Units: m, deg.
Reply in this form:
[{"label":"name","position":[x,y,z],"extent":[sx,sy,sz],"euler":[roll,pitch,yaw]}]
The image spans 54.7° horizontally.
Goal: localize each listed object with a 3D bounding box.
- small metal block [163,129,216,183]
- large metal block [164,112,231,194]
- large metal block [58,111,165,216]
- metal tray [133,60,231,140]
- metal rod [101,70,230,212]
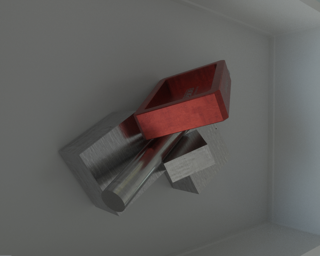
[{"label":"small metal block","position":[0.029,0.030,0.351],"extent":[0.050,0.050,0.025],"euler":[-24,109,1]},{"label":"large metal block","position":[0.043,0.031,0.427],"extent":[0.080,0.050,0.080],"euler":[-41,115,-32]},{"label":"large metal block","position":[-0.049,0.036,0.346],"extent":[0.080,0.050,0.080],"euler":[-41,115,-32]},{"label":"metal tray","position":[0.032,-0.037,0.356],"extent":[0.130,0.090,0.030],"euler":[-62,134,-62]},{"label":"metal rod","position":[0.029,-0.011,0.383],"extent":[0.301,0.025,0.025],"euler":[-47,119,-47]}]
